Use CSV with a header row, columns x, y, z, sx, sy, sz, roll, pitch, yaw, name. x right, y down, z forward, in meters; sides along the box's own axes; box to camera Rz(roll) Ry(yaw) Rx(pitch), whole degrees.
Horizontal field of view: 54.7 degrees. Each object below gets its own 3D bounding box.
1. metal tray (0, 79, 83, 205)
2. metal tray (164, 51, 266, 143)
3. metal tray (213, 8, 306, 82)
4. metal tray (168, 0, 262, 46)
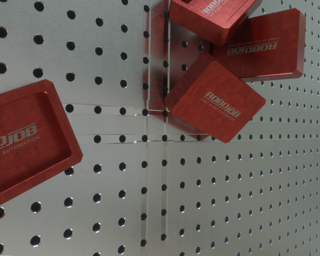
x,y,z,sx,sy,sz,roll,pitch,yaw,name
-0.147,0.018,0.283,0.131,0.030,0.089,-30,109,-36,metal tray
0.081,-0.038,0.445,0.131,0.030,0.090,27,111,-37,metal tray
0.142,-0.116,0.461,0.030,0.130,0.089,9,84,-49,metal tray
0.084,-0.181,0.442,0.090,0.030,0.130,34,60,13,metal tray
